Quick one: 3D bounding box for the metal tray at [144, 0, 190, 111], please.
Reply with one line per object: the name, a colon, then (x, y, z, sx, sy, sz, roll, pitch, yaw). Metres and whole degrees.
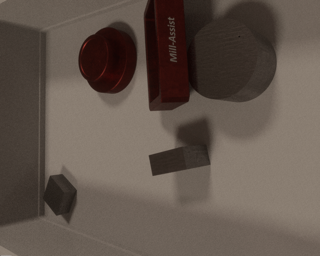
metal tray: (0.005, -0.089, 0.364, 0.090, 0.030, 0.129, 162, 105, -79)

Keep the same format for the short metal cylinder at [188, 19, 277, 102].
short metal cylinder: (0.074, -0.068, 0.328, 0.080, 0.050, 0.079, 0, 90, 39)

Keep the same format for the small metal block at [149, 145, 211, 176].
small metal block: (0.024, 0.038, 0.369, 0.050, 0.050, 0.025, -18, 79, 38)

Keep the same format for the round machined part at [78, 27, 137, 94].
round machined part: (-0.085, -0.101, 0.463, 0.098, 0.042, 0.097, 0, 90, 39)

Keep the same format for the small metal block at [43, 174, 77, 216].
small metal block: (-0.179, 0.118, 0.551, 0.050, 0.025, 0.050, 35, 111, 34)
